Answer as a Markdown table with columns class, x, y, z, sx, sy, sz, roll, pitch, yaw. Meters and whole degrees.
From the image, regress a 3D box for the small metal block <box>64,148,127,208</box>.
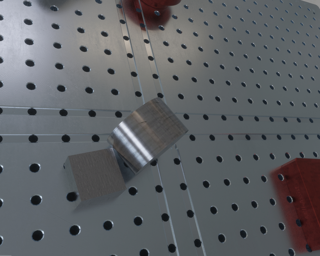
| class | x | y | z | sx | sy | sz | roll | pitch | yaw |
| --- | --- | --- | --- | --- | --- | --- | --- | --- | --- |
| small metal block | -0.071 | 0.053 | 0.337 | 0.050 | 0.025 | 0.050 | -9 | 67 | -32 |

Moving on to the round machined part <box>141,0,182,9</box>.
| class | x | y | z | sx | sy | sz | roll | pitch | yaw |
| --- | --- | --- | --- | --- | --- | --- | --- | --- | --- |
| round machined part | -0.005 | -0.251 | 0.548 | 0.099 | 0.042 | 0.098 | 14 | 56 | -21 |

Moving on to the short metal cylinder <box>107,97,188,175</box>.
| class | x | y | z | sx | sy | sz | roll | pitch | yaw |
| --- | --- | --- | --- | --- | --- | --- | --- | --- | --- |
| short metal cylinder | -0.014 | 0.010 | 0.359 | 0.050 | 0.080 | 0.081 | 50 | 51 | 6 |

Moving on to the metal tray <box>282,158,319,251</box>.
| class | x | y | z | sx | sy | sz | roll | pitch | yaw |
| --- | --- | --- | --- | --- | --- | --- | --- | --- | --- |
| metal tray | 0.247 | 0.112 | 0.469 | 0.091 | 0.030 | 0.130 | 5 | 59 | -26 |
